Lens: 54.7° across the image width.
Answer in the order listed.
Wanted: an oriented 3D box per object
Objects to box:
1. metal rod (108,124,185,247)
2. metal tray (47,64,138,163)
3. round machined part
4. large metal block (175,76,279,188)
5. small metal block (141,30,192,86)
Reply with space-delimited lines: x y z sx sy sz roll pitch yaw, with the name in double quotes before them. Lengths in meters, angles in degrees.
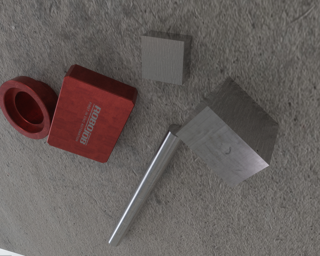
"metal rod" -0.031 0.107 0.489 0.025 0.025 0.298 33 129 7
"metal tray" -0.095 -0.014 0.425 0.091 0.030 0.129 21 130 -12
"round machined part" -0.194 -0.034 0.477 0.098 0.042 0.097 13 124 21
"large metal block" 0.075 0.002 0.333 0.080 0.080 0.050 44 129 -2
"small metal block" 0.007 -0.081 0.353 0.050 0.025 0.050 14 124 20
